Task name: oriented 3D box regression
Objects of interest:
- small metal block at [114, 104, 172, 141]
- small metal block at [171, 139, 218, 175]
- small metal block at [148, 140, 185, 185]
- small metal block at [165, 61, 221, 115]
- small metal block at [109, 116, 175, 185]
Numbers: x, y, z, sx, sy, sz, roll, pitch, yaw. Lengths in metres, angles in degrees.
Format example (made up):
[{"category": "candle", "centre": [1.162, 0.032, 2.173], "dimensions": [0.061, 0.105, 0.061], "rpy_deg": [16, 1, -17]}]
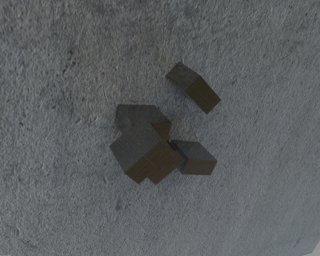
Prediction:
[{"category": "small metal block", "centre": [-0.022, -0.007, 0.375], "dimensions": [0.050, 0.050, 0.025], "rpy_deg": [-1, 119, -28]}, {"category": "small metal block", "centre": [0.044, 0.042, 0.440], "dimensions": [0.050, 0.050, 0.025], "rpy_deg": [7, 115, -32]}, {"category": "small metal block", "centre": [-0.003, 0.039, 0.413], "dimensions": [0.050, 0.050, 0.025], "rpy_deg": [-40, 129, -1]}, {"category": "small metal block", "centre": [0.041, -0.050, 0.382], "dimensions": [0.025, 0.050, 0.050], "rpy_deg": [-47, 129, 4]}, {"category": "small metal block", "centre": [-0.020, 0.022, 0.329], "dimensions": [0.050, 0.050, 0.025], "rpy_deg": [-42, 129, 0]}]
